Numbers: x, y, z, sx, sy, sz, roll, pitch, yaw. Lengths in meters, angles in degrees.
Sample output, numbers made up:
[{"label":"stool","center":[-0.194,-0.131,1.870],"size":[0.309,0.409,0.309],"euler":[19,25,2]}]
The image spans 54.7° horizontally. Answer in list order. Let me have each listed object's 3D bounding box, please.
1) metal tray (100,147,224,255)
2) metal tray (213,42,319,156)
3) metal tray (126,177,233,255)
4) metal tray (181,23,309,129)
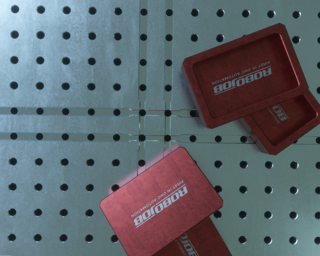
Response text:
[{"label":"metal tray","center":[0.002,0.096,0.392],"size":[0.130,0.030,0.090],"euler":[-34,71,-2]},{"label":"metal tray","center":[0.143,-0.040,0.412],"size":[0.090,0.030,0.130],"euler":[-36,90,-1]},{"label":"metal tray","center":[0.024,0.136,0.411],"size":[0.090,0.030,0.130],"euler":[-30,90,-1]},{"label":"metal tray","center":[0.102,-0.062,0.381],"size":[0.131,0.030,0.090],"euler":[-21,90,-1]}]
